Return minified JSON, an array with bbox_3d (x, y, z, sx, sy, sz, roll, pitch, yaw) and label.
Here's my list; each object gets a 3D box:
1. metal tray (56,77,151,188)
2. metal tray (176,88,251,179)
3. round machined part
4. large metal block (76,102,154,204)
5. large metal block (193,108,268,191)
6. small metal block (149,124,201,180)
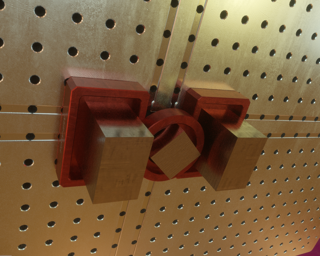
[{"bbox_3d":[-0.071,0.008,0.373,0.091,0.030,0.129,1,118,-29],"label":"metal tray"},{"bbox_3d":[0.068,0.010,0.450,0.091,0.030,0.129,0,118,-28],"label":"metal tray"},{"bbox_3d":[0.005,0.018,0.402,0.099,0.042,0.097,-14,124,-21],"label":"round machined part"},{"bbox_3d":[-0.054,0.025,0.344,0.050,0.080,0.079,1,118,-29],"label":"large metal block"},{"bbox_3d":[0.087,0.028,0.422,0.050,0.080,0.079,1,118,-29],"label":"large metal block"},{"bbox_3d":[0.015,0.028,0.384,0.050,0.025,0.050,-39,129,-2],"label":"small metal block"}]
